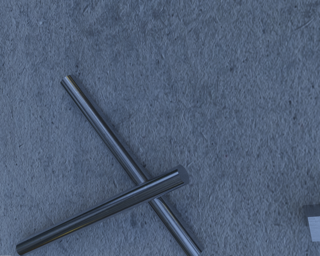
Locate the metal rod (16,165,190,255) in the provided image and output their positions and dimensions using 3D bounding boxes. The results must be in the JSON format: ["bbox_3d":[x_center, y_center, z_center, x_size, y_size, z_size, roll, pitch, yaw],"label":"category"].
[{"bbox_3d":[-0.093,0.121,0.422,0.300,0.025,0.025,-29,81,24],"label":"metal rod"}]

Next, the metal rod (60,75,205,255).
[{"bbox_3d":[-0.044,0.045,0.423,0.025,0.025,0.300,-42,77,15],"label":"metal rod"}]

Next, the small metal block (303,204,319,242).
[{"bbox_3d":[0.185,0.099,0.331,0.050,0.050,0.025,-10,87,19],"label":"small metal block"}]
